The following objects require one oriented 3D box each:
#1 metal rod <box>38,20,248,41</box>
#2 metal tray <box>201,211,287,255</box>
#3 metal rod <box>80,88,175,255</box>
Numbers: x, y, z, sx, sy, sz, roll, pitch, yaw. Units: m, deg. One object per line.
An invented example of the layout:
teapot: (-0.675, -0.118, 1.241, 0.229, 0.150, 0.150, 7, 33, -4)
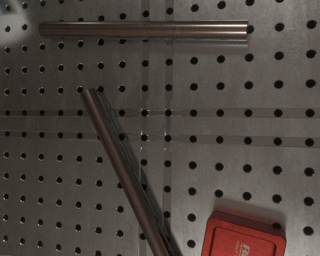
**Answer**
metal rod: (-0.035, -0.134, 0.424, 0.301, 0.025, 0.025, 6, 92, 19)
metal tray: (0.094, 0.178, 0.376, 0.090, 0.030, 0.129, 11, 94, 19)
metal rod: (-0.038, 0.081, 0.424, 0.025, 0.025, 0.299, -29, 81, 17)
